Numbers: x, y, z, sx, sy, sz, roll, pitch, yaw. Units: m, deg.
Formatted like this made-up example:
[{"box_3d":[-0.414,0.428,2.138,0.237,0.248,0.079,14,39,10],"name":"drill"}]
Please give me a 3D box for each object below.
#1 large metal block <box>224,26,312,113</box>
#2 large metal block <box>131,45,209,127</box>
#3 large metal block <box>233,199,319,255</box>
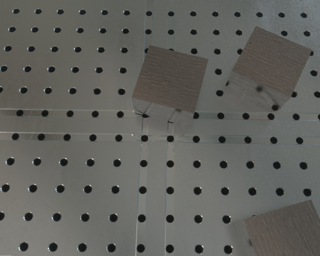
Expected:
[{"box_3d":[0.147,-0.080,0.429,0.080,0.050,0.080,27,72,9],"name":"large metal block"},{"box_3d":[0.014,-0.056,0.419,0.080,0.050,0.080,15,71,5],"name":"large metal block"},{"box_3d":[0.140,0.134,0.350,0.080,0.050,0.080,-15,71,-5],"name":"large metal block"}]
